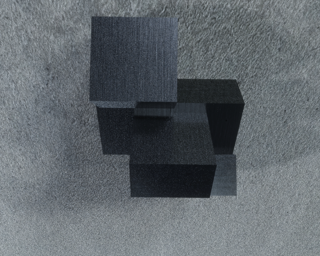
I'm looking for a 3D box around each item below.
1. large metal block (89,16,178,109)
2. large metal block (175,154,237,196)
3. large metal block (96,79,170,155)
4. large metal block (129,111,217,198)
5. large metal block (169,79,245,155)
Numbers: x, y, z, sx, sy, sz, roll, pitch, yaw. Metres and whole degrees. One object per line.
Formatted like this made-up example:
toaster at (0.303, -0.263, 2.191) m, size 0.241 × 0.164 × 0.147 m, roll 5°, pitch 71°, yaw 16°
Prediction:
large metal block at (-0.024, -0.063, 0.311) m, size 0.081 × 0.050 × 0.080 m, roll 1°, pitch 86°, yaw -1°
large metal block at (0.052, 0.060, 0.416) m, size 0.081 × 0.080 × 0.050 m, roll 0°, pitch 86°, yaw -1°
large metal block at (-0.030, -0.013, 0.379) m, size 0.081 × 0.050 × 0.079 m, roll 1°, pitch 130°, yaw -1°
large metal block at (0.011, 0.026, 0.330) m, size 0.081 × 0.080 × 0.050 m, roll 1°, pitch 130°, yaw -1°
large metal block at (0.051, -0.013, 0.380) m, size 0.081 × 0.050 × 0.079 m, roll 1°, pitch 130°, yaw -1°
